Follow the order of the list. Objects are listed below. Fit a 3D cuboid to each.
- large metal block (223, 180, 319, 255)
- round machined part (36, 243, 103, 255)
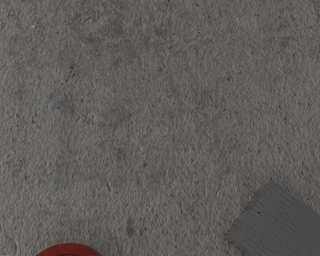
[{"bbox_3d":[0.132,0.120,0.352,0.080,0.050,0.080,39,74,13],"label":"large metal block"},{"bbox_3d":[-0.098,0.176,0.334,0.099,0.042,0.098,0,70,0],"label":"round machined part"}]
